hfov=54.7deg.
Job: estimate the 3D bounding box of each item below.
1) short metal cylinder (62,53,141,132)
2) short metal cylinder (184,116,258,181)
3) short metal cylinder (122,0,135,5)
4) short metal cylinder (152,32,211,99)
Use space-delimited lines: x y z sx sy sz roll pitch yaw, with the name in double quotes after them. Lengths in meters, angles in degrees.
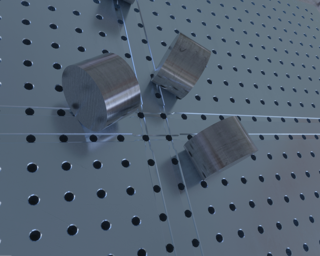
-0.069 -0.042 0.363 0.050 0.080 0.080 -33 80 -38 "short metal cylinder"
0.078 0.027 0.401 0.081 0.080 0.050 -18 71 -35 "short metal cylinder"
-0.053 -0.248 0.497 0.050 0.080 0.080 20 54 -17 "short metal cylinder"
0.029 -0.089 0.445 0.050 0.080 0.080 30 52 -10 "short metal cylinder"
